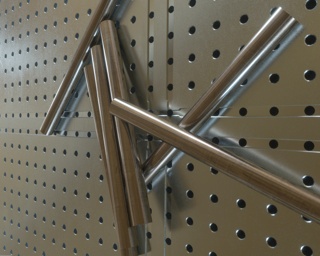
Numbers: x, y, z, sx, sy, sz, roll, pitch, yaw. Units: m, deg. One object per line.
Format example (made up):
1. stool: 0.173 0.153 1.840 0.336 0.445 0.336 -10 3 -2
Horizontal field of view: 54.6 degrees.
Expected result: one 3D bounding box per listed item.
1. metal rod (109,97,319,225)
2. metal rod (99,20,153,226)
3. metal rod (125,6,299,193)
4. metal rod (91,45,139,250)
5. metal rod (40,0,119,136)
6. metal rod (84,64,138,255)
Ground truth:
1. metal rod: 0.059 0.031 0.336 0.300 0.025 0.025 27 107 29
2. metal rod: -0.051 -0.019 0.431 0.025 0.025 0.299 -26 67 37
3. metal rod: 0.042 -0.011 0.375 0.299 0.025 0.025 -50 61 28
4. metal rod: -0.069 0.014 0.444 0.025 0.025 0.299 -26 67 37
5. metal rod: -0.139 -0.105 0.525 0.025 0.025 0.298 49 119 29
6. metal rod: -0.077 0.045 0.474 0.025 0.025 0.299 -22 76 38
